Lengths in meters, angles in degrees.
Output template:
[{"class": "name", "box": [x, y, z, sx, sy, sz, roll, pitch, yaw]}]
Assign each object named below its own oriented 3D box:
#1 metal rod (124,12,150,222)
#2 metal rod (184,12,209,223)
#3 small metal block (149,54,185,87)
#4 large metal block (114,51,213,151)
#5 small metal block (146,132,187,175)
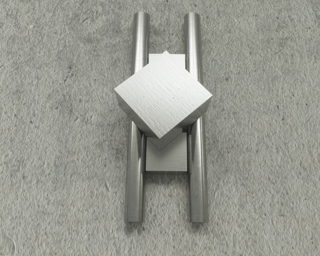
[{"class": "metal rod", "box": [-0.029, -0.028, 0.420, 0.025, 0.025, 0.299, 1, 70, 0]}, {"class": "metal rod", "box": [0.047, -0.028, 0.420, 0.025, 0.025, 0.299, 1, 70, 0]}, {"class": "small metal block", "box": [0.009, -0.076, 0.436, 0.050, 0.025, 0.050, 1, 70, 0]}, {"class": "large metal block", "box": [0.004, -0.033, 0.379, 0.080, 0.050, 0.080, -39, 75, -13]}, {"class": "small metal block", "box": [0.008, 0.033, 0.396, 0.050, 0.025, 0.050, 1, 70, 0]}]
